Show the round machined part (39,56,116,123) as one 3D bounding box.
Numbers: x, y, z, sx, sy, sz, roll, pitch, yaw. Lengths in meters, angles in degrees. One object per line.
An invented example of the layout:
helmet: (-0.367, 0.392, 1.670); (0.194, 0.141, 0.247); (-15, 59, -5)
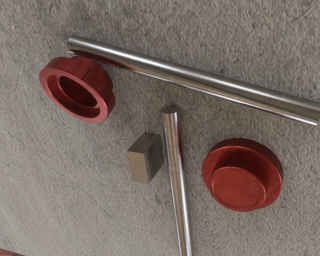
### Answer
round machined part: (-0.101, -0.054, 0.402); (0.098, 0.042, 0.098); (20, 148, 13)

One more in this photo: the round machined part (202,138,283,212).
round machined part: (0.098, 0.064, 0.384); (0.098, 0.042, 0.097); (13, 124, 21)

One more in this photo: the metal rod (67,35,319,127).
metal rod: (0.024, -0.060, 0.356); (0.301, 0.025, 0.025); (19, 126, 16)

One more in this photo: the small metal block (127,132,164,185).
small metal block: (-0.019, 0.041, 0.426); (0.025, 0.050, 0.050); (8, 122, 24)

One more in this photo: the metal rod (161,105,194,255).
metal rod: (0.031, 0.106, 0.456); (0.025, 0.025, 0.298); (7, 122, 25)
